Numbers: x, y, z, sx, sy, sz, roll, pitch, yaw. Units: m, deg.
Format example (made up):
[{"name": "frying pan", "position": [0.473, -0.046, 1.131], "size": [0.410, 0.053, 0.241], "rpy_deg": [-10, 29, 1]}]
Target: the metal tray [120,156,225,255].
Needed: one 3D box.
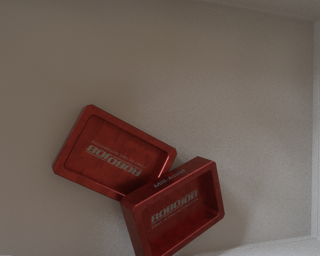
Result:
[{"name": "metal tray", "position": [0.021, 0.103, 0.393], "size": [0.131, 0.030, 0.089], "rpy_deg": [-24, 112, -30]}]

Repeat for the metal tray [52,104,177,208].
[{"name": "metal tray", "position": [-0.054, 0.039, 0.388], "size": [0.131, 0.030, 0.090], "rpy_deg": [29, 80, -18]}]
